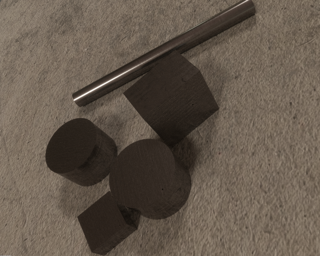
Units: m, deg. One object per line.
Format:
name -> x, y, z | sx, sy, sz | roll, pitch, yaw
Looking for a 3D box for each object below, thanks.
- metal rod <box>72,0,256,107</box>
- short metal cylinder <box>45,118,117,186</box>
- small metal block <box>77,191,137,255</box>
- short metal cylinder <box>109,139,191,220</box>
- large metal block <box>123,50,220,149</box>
metal rod -> -0.001, -0.110, 0.470 | 0.301, 0.025, 0.025 | -26, 53, 11
short metal cylinder -> -0.106, 0.033, 0.421 | 0.080, 0.050, 0.080 | -13, 56, 20
small metal block -> -0.063, 0.112, 0.367 | 0.050, 0.025, 0.050 | -39, 51, 1
short metal cylinder -> -0.010, 0.059, 0.356 | 0.080, 0.050, 0.080 | -13, 56, 20
large metal block -> 0.016, -0.033, 0.379 | 0.080, 0.080, 0.050 | -40, 51, 1
